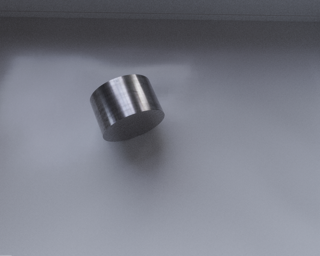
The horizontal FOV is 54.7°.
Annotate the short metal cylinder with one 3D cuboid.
[{"bbox_3d":[-0.041,-0.023,0.388,0.080,0.080,0.050,-21,72,-8],"label":"short metal cylinder"}]
